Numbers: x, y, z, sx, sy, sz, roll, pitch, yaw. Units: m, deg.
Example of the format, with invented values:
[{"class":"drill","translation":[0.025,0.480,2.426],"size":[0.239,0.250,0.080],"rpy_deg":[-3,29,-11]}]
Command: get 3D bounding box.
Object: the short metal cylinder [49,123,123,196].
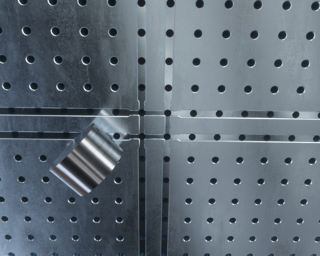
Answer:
[{"class":"short metal cylinder","translation":[-0.094,0.040,0.398],"size":[0.080,0.080,0.050],"rpy_deg":[-41,105,13]}]
